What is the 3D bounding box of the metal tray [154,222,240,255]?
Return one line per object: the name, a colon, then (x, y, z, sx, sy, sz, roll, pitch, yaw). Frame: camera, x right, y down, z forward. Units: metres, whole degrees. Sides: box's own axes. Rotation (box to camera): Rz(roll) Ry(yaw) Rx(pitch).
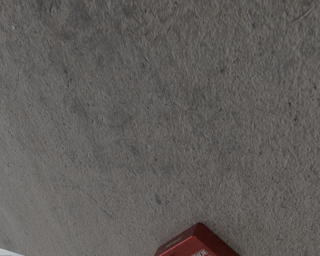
metal tray: (0.056, 0.217, 0.508, 0.090, 0.030, 0.129, 41, 129, -1)
